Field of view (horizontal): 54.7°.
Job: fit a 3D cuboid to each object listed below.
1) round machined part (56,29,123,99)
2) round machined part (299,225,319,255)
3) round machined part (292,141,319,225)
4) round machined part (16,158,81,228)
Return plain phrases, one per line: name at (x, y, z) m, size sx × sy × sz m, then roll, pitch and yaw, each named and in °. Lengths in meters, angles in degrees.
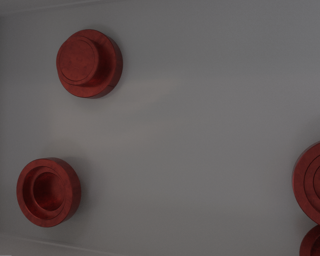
round machined part at (-0.106, -0.092, 0.439) m, size 0.098 × 0.042 × 0.097 m, roll 0°, pitch 90°, yaw 20°
round machined part at (0.196, 0.144, 0.313) m, size 0.098 × 0.098 × 0.042 m, roll -10°, pitch 122°, yaw 19°
round machined part at (0.195, 0.058, 0.333) m, size 0.098 × 0.042 × 0.097 m, roll 0°, pitch 90°, yaw 20°
round machined part at (-0.158, 0.092, 0.457) m, size 0.098 × 0.042 × 0.097 m, roll 0°, pitch 90°, yaw 20°
